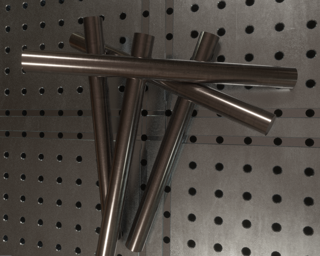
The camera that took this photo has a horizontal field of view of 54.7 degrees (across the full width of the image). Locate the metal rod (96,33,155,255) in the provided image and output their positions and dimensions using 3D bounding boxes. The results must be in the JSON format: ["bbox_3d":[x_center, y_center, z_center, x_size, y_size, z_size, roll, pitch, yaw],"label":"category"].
[{"bbox_3d":[-0.046,0.034,0.390,0.025,0.025,0.298,14,99,19],"label":"metal rod"}]

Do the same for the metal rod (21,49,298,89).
[{"bbox_3d":[0.004,-0.066,0.350,0.302,0.025,0.025,3,91,-4],"label":"metal rod"}]

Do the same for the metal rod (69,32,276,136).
[{"bbox_3d":[-0.003,-0.066,0.391,0.300,0.025,0.025,28,99,25],"label":"metal rod"}]

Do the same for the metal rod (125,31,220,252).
[{"bbox_3d":[0.014,0.023,0.406,0.025,0.025,0.298,22,97,18],"label":"metal rod"}]

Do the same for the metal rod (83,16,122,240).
[{"bbox_3d":[-0.076,0.006,0.417,0.025,0.025,0.298,-2,97,19],"label":"metal rod"}]
